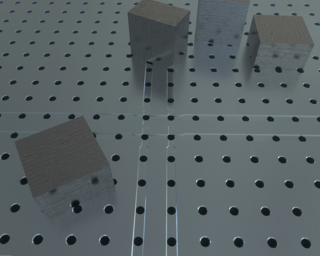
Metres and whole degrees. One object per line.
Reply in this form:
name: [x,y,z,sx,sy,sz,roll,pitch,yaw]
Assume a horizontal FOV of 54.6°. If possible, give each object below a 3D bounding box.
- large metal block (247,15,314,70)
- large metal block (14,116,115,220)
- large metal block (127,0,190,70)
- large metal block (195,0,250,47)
large metal block: [0.195,-0.142,0.512,0.080,0.050,0.080,3,50,2]
large metal block: [-0.108,0.043,0.355,0.081,0.050,0.080,-23,54,-18]
large metal block: [-0.001,-0.151,0.499,0.080,0.080,0.050,23,54,18]
large metal block: [0.107,-0.194,0.536,0.080,0.080,0.050,11,51,9]
